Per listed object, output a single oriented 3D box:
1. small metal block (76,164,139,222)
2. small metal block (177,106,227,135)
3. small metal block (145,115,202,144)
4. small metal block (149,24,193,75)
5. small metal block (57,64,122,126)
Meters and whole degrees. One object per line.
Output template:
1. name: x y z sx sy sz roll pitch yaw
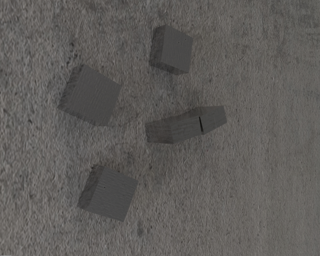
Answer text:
1. small metal block: -0.059 0.075 0.355 0.050 0.025 0.050 31 71 -36
2. small metal block: 0.057 -0.011 0.436 0.050 0.050 0.025 -25 106 -37
3. small metal block: 0.017 0.001 0.402 0.050 0.050 0.025 -16 101 -39
4. small metal block: 0.016 -0.104 0.417 0.050 0.025 0.050 13 82 -39
5. small metal block: -0.076 -0.034 0.340 0.050 0.025 0.050 29 72 -36
